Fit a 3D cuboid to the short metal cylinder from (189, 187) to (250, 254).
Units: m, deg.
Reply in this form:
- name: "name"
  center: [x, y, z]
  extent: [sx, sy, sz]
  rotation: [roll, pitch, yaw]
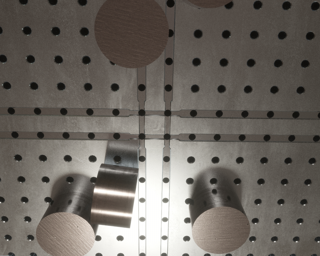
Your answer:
- name: "short metal cylinder"
  center: [0.084, 0.133, 0.451]
  extent: [0.081, 0.050, 0.079]
  rotation: [0, 110, -1]

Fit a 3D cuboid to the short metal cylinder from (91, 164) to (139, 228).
- name: "short metal cylinder"
  center: [-0.059, 0.091, 0.417]
  extent: [0.050, 0.080, 0.079]
  rotation: [8, 110, -4]

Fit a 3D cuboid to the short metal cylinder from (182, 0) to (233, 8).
- name: "short metal cylinder"
  center: [0.053, -0.173, 0.337]
  extent: [0.081, 0.050, 0.079]
  rotation: [0, 110, -1]

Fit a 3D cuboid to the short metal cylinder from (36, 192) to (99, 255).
- name: "short metal cylinder"
  center: [-0.130, 0.141, 0.450]
  extent: [0.081, 0.050, 0.079]
  rotation: [0, 110, -1]

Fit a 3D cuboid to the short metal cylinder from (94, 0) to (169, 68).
- name: "short metal cylinder"
  center: [-0.031, -0.113, 0.358]
  extent: [0.081, 0.050, 0.079]
  rotation: [0, 110, 0]
